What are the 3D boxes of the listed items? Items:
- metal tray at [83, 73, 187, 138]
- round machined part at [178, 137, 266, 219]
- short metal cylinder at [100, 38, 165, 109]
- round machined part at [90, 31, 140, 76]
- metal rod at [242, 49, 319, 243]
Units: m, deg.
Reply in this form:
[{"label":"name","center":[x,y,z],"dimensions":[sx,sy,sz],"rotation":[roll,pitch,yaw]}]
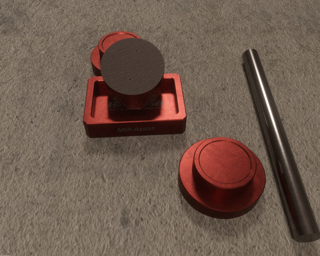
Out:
[{"label":"metal tray","center":[-0.034,-0.033,0.426],"dimensions":[0.131,0.030,0.090],"rotation":[-3,50,-3]},{"label":"round machined part","center":[0.071,0.049,0.352],"dimensions":[0.099,0.042,0.098],"rotation":[0,50,0]},{"label":"short metal cylinder","center":[-0.035,-0.071,0.412],"dimensions":[0.081,0.050,0.080],"rotation":[1,73,-2]},{"label":"round machined part","center":[-0.060,-0.116,0.489],"dimensions":[0.099,0.042,0.098],"rotation":[0,50,0]},{"label":"metal rod","center":[0.148,-0.004,0.408],"dimensions":[0.025,0.025,0.300],"rotation":[0,50,-1]}]
